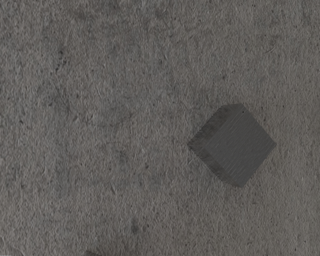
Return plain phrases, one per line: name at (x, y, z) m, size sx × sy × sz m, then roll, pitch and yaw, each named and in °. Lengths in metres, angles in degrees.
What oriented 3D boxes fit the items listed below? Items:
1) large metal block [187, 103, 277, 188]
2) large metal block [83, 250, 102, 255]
large metal block at (0.100, 0.023, 0.432) m, size 0.080 × 0.050 × 0.080 m, roll 47°, pitch 76°, yaw -14°
large metal block at (-0.057, 0.194, 0.359) m, size 0.080 × 0.080 × 0.050 m, roll 30°, pitch 81°, yaw -18°
